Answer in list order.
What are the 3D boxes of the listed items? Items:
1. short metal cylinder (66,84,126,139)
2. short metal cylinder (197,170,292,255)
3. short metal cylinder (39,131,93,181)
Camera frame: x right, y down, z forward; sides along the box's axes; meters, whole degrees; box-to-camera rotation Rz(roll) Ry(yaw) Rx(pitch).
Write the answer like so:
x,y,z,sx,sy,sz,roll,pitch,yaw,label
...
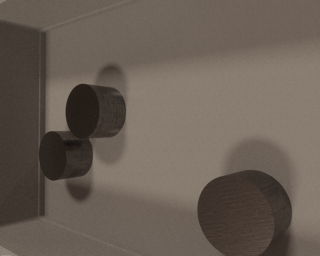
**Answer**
x,y,z,sx,sy,sz,roll,pitch,yaw,label
-0.098,-0.025,0.469,0.080,0.050,0.079,0,90,39,short metal cylinder
0.086,0.086,0.318,0.080,0.050,0.079,0,90,39,short metal cylinder
-0.158,0.045,0.518,0.080,0.050,0.079,0,90,39,short metal cylinder
